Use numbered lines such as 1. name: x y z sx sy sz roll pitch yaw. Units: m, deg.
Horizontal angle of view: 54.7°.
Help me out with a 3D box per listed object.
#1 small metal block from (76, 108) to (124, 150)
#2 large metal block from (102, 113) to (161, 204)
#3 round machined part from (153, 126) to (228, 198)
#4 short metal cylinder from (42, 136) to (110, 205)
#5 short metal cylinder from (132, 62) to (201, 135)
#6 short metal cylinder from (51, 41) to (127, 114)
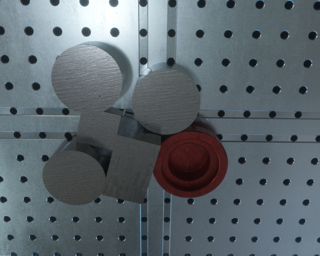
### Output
1. small metal block: -0.080 -0.003 0.411 0.050 0.025 0.050 14 110 -5
2. large metal block: -0.034 0.036 0.394 0.050 0.080 0.079 15 109 -6
3. round machined part: 0.039 0.042 0.420 0.099 0.042 0.097 0 110 0
4. short metal cylinder: -0.110 0.056 0.419 0.081 0.050 0.079 0 110 0
5. short metal cylinder: 0.007 -0.038 0.386 0.081 0.050 0.079 0 110 0
6. short metal cylinder: -0.083 -0.062 0.376 0.081 0.050 0.079 0 110 0
